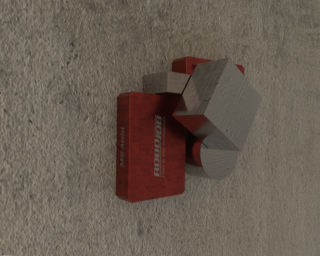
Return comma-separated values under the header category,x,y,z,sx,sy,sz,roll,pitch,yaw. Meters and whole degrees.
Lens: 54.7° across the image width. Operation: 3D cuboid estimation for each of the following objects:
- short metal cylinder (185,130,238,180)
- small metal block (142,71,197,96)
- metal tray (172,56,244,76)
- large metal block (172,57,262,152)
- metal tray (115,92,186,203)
category,x,y,z,sx,sy,sz,roll,pitch,yaw
short metal cylinder,0.068,0.032,0.446,0.081,0.050,0.080,0,91,-39
small metal block,0.012,-0.055,0.400,0.050,0.050,0.025,1,90,-40
metal tray,0.077,-0.054,0.466,0.131,0.030,0.089,-2,92,-40
large metal block,0.073,-0.027,0.384,0.080,0.050,0.080,40,66,-33
metal tray,-0.010,0.023,0.396,0.091,0.030,0.129,1,90,-40
